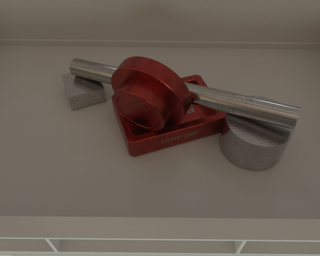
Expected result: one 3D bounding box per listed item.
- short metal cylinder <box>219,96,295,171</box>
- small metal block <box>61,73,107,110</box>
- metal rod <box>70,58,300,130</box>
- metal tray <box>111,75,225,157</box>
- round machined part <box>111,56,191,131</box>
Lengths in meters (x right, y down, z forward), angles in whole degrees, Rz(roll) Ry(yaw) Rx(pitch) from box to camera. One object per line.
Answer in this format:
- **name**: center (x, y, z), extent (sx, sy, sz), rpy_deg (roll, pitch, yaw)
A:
- **short metal cylinder**: center (0.118, 0.006, 0.384), extent (0.081, 0.050, 0.080), rpy_deg (0, 50, 0)
- **small metal block**: center (-0.111, -0.058, 0.450), extent (0.050, 0.025, 0.050), rpy_deg (-17, 52, -15)
- **metal rod**: center (0.015, -0.049, 0.391), extent (0.301, 0.025, 0.025), rpy_deg (16, 52, 20)
- **metal tray**: center (0.010, -0.021, 0.416), extent (0.131, 0.030, 0.090), rpy_deg (-15, 52, -13)
- **round machined part**: center (-0.016, -0.033, 0.367), extent (0.098, 0.098, 0.042), rpy_deg (22, 61, 17)
